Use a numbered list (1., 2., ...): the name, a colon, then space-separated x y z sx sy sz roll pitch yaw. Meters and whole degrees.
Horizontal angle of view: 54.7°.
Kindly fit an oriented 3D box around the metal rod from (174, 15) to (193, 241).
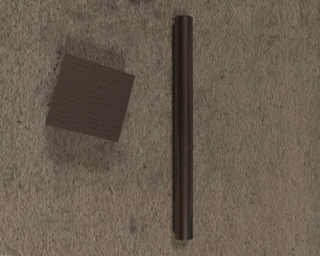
1. metal rod: 0.032 0.000 0.422 0.025 0.025 0.298 0 90 -20

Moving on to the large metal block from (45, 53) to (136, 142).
1. large metal block: -0.083 -0.032 0.366 0.081 0.050 0.080 16 85 -20
